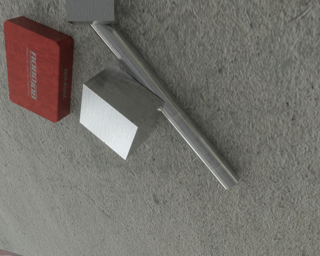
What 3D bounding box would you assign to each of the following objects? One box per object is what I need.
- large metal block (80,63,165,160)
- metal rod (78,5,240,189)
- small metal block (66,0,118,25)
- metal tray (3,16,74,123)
[{"bbox_3d":[-0.050,-0.019,0.386,0.080,0.050,0.080,38,145,9],"label":"large metal block"},{"bbox_3d":[-0.002,-0.043,0.379,0.025,0.025,0.300,-34,100,38],"label":"metal rod"},{"bbox_3d":[-0.074,-0.140,0.336,0.050,0.025,0.050,-1,100,0],"label":"small metal block"},{"bbox_3d":[-0.173,-0.080,0.442,0.090,0.030,0.129,25,127,12],"label":"metal tray"}]
